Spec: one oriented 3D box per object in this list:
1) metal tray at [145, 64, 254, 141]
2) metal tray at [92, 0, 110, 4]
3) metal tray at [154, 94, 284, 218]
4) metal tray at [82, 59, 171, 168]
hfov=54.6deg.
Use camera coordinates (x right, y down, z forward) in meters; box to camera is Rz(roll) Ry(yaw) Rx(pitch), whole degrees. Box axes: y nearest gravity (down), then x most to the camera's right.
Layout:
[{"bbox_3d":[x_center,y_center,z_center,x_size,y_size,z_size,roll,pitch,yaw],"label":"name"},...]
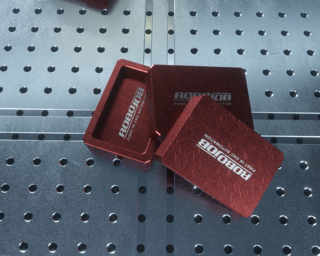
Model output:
[{"bbox_3d":[0.050,-0.033,0.399,0.131,0.030,0.090,-1,76,-16],"label":"metal tray"},{"bbox_3d":[-0.128,-0.263,0.504,0.130,0.030,0.090,21,71,7],"label":"metal tray"},{"bbox_3d":[0.071,0.033,0.363,0.130,0.030,0.090,35,82,-14],"label":"metal tray"},{"bbox_3d":[-0.035,-0.022,0.416,0.090,0.030,0.130,18,71,6],"label":"metal tray"}]
